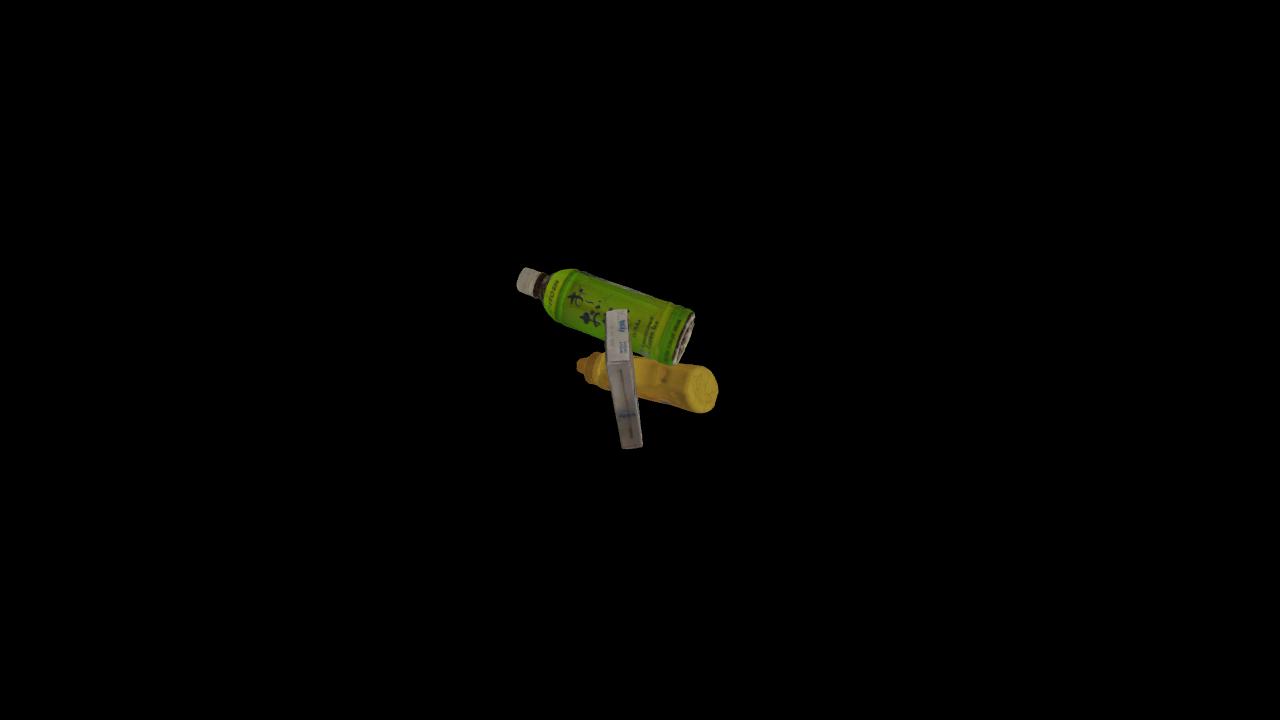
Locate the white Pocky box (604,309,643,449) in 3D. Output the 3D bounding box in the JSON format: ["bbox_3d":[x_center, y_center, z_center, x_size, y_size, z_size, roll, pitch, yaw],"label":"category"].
[{"bbox_3d":[-0.019,0.025,0.703,0.028,0.084,0.154,-6,-43,1],"label":"white Pocky box"}]

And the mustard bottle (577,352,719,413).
[{"bbox_3d":[-0.002,0.021,0.758,0.184,0.054,0.092,10,-6,31],"label":"mustard bottle"}]

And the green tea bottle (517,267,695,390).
[{"bbox_3d":[-0.044,-0.060,0.716,0.212,0.073,0.073,22,5,13],"label":"green tea bottle"}]
